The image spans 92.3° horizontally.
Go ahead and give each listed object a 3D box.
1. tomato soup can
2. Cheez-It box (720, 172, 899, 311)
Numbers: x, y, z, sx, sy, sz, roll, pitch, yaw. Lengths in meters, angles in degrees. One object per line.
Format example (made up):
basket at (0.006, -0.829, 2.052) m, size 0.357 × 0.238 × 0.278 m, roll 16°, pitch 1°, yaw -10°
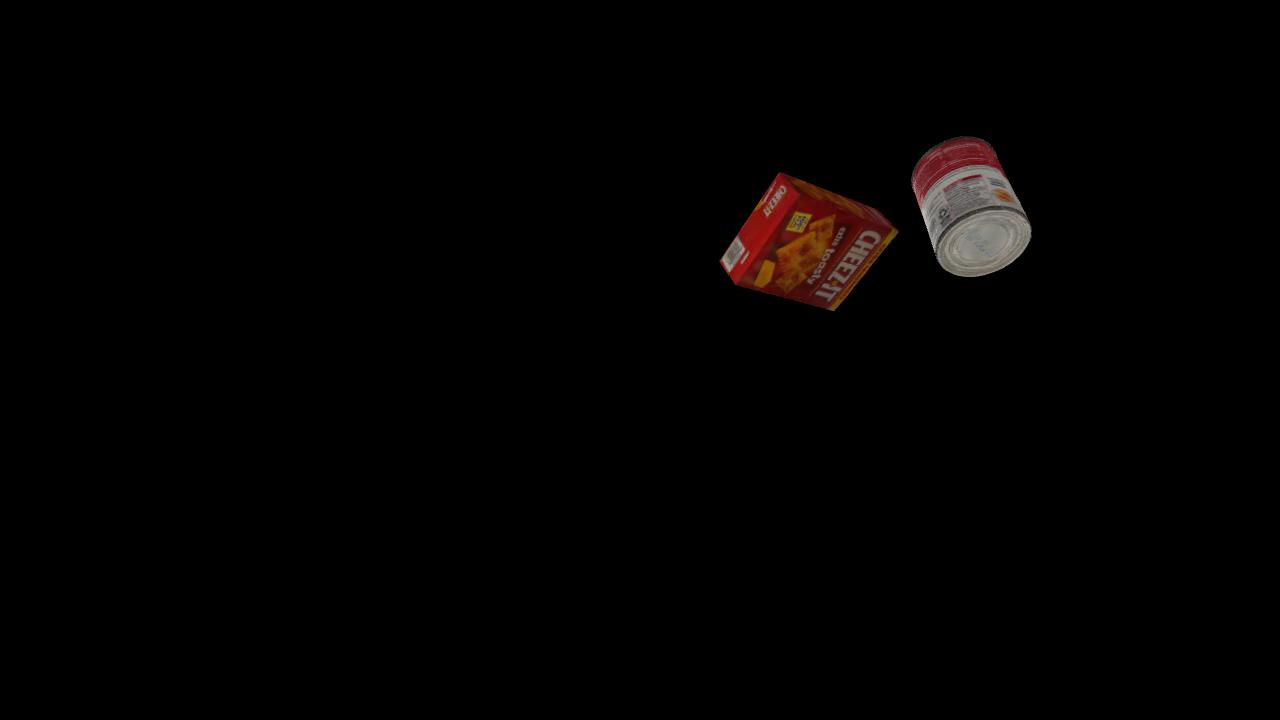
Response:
tomato soup can at (0.264, -0.124, 0.496) m, size 0.068 × 0.101 × 0.068 m, roll 4°, pitch -41°, yaw 4°
Cheez-It box at (0.259, -0.173, 0.943) m, size 0.223 × 0.071 × 0.166 m, roll 9°, pitch -49°, yaw -32°
